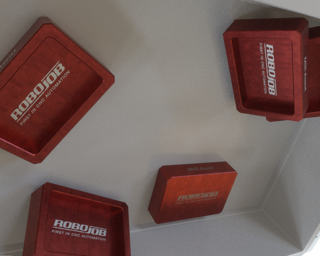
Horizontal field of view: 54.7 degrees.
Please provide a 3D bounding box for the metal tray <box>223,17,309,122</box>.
[{"bbox_3d":[0.137,-0.072,0.394,0.030,0.090,0.129,-51,137,-32],"label":"metal tray"}]

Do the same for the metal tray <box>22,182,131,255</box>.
[{"bbox_3d":[-0.098,0.128,0.390,0.131,0.090,0.030,26,131,-37],"label":"metal tray"}]

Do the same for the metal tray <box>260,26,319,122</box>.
[{"bbox_3d":[0.191,-0.070,0.435,0.090,0.030,0.129,-7,130,18],"label":"metal tray"}]

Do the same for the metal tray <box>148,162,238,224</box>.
[{"bbox_3d":[0.053,0.102,0.497,0.131,0.030,0.089,0,118,-29],"label":"metal tray"}]

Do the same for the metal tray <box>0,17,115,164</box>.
[{"bbox_3d":[-0.122,-0.034,0.317,0.130,0.030,0.090,-47,129,4],"label":"metal tray"}]
